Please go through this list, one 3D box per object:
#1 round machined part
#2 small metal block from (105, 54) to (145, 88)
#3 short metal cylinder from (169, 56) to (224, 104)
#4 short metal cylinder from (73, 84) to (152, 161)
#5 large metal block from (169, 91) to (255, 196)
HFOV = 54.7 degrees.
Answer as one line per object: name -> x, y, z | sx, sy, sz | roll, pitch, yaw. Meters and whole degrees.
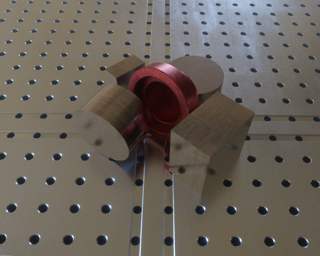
round machined part -> 0.009, -0.036, 0.391 | 0.098, 0.097, 0.042 | 34, 45, 24
small metal block -> -0.048, -0.071, 0.450 | 0.050, 0.050, 0.025 | -35, 59, -26
short metal cylinder -> 0.047, -0.058, 0.440 | 0.081, 0.050, 0.080 | 0, 50, 0
short metal cylinder -> -0.057, -0.006, 0.376 | 0.080, 0.080, 0.050 | 25, 54, 19
large metal block -> 0.057, 0.018, 0.358 | 0.050, 0.080, 0.080 | 36, 58, 26
